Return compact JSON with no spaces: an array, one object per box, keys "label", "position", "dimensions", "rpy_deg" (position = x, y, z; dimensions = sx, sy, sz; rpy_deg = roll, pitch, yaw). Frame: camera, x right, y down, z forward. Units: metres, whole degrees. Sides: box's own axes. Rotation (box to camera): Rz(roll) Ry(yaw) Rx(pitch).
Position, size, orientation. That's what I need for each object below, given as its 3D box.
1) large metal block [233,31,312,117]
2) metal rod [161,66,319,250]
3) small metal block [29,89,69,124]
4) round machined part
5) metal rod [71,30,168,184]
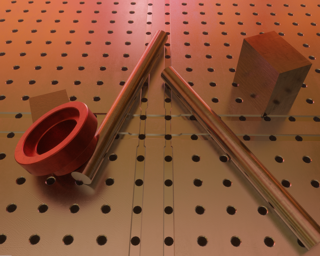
[{"label":"large metal block","position":[0.154,-0.077,0.439],"dimensions":[0.050,0.080,0.080],"rpy_deg":[-18,53,-15]},{"label":"metal rod","position":[0.086,0.016,0.395],"dimensions":[0.025,0.025,0.300],"rpy_deg":[-23,54,-19]},{"label":"small metal block","position":[-0.147,-0.022,0.424],"dimensions":[0.050,0.025,0.050],"rpy_deg":[-16,52,-14]},{"label":"round machined part","position":[-0.115,0.017,0.364],"dimensions":[0.098,0.042,0.098],"rpy_deg":[-19,38,16]},{"label":"metal rod","position":[-0.044,-0.051,0.449],"dimensions":[0.025,0.025,0.300],"rpy_deg":[14,51,11]}]
